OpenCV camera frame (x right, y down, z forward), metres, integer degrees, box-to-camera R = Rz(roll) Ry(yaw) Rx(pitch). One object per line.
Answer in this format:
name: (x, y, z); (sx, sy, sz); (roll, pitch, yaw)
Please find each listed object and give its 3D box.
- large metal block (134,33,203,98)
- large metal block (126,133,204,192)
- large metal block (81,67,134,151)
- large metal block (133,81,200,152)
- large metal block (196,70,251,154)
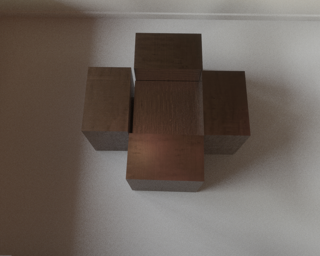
large metal block: (0.010, -0.079, 0.408); (0.080, 0.080, 0.050); (1, 70, 0)
large metal block: (0.006, 0.043, 0.363); (0.080, 0.080, 0.050); (2, 70, 0)
large metal block: (-0.059, -0.021, 0.387); (0.050, 0.080, 0.080); (1, 70, 0)
large metal block: (0.008, -0.013, 0.399); (0.080, 0.050, 0.080); (1, 70, 0)
large metal block: (0.074, -0.016, 0.386); (0.050, 0.080, 0.080); (1, 70, 0)
